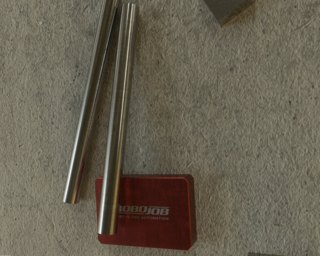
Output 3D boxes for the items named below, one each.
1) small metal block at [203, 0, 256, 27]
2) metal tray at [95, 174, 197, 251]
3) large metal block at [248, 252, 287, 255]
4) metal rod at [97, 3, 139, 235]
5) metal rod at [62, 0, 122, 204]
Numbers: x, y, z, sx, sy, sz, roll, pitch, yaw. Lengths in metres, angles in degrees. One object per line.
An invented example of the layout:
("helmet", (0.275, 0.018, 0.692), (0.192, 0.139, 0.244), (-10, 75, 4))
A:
("small metal block", (0.081, -0.163, 0.380), (0.050, 0.025, 0.050), (-34, 80, 16))
("metal tray", (-0.020, 0.109, 0.412), (0.130, 0.030, 0.089), (-3, 89, 19))
("large metal block", (0.140, 0.192, 0.346), (0.080, 0.050, 0.079), (-2, 89, 19))
("metal rod", (-0.053, -0.017, 0.406), (0.025, 0.025, 0.298), (3, 83, 19))
("metal rod", (-0.098, -0.039, 0.442), (0.025, 0.025, 0.298), (14, 95, 19))
